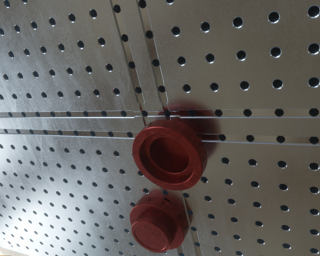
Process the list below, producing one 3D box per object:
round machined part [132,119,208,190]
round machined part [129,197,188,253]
[{"bbox_3d":[0.016,0.031,0.412,0.098,0.042,0.097,13,124,21],"label":"round machined part"},{"bbox_3d":[-0.007,0.164,0.506,0.098,0.042,0.097,13,124,21],"label":"round machined part"}]
